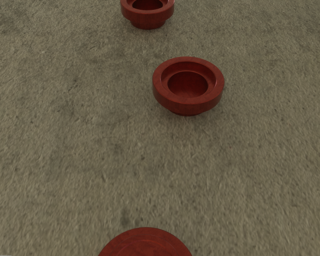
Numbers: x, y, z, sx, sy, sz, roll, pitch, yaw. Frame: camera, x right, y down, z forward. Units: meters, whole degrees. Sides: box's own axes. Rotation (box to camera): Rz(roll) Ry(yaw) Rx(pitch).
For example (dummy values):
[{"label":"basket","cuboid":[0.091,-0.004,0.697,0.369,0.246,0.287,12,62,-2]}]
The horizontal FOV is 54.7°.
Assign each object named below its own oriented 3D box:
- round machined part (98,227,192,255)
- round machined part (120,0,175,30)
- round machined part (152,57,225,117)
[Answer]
[{"label":"round machined part","cuboid":[-0.014,0.136,0.278,0.099,0.042,0.098,0,50,0]},{"label":"round machined part","cuboid":[-0.023,-0.220,0.577,0.099,0.042,0.098,0,50,0]},{"label":"round machined part","cuboid":[0.039,-0.055,0.439,0.099,0.042,0.098,0,50,0]}]
